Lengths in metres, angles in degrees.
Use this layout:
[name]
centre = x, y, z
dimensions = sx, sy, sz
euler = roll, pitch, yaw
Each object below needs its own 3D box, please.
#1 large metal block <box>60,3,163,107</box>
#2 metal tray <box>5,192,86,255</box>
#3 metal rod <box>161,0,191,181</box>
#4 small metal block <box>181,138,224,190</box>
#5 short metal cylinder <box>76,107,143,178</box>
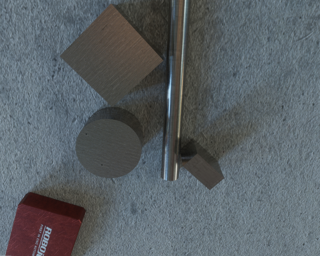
[large metal block]
centre = -0.053, -0.085, 0.364
dimensions = 0.080, 0.050, 0.080
euler = -41, 106, 13
[metal tray]
centre = -0.175, 0.168, 0.467
dimensions = 0.091, 0.030, 0.129
euler = 19, 109, -8
[metal rod]
centre = 0.020, -0.072, 0.383
dimensions = 0.025, 0.025, 0.298
euler = 2, 110, -1
[small metal block]
centre = 0.055, 0.047, 0.415
dimensions = 0.050, 0.050, 0.025
euler = 42, 105, -14
[short metal cylinder]
centre = -0.063, 0.018, 0.402
dimensions = 0.081, 0.050, 0.079
euler = 0, 110, -1
